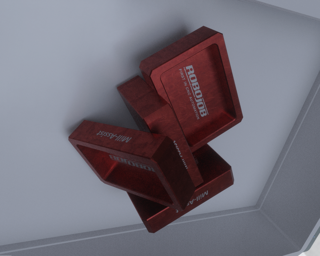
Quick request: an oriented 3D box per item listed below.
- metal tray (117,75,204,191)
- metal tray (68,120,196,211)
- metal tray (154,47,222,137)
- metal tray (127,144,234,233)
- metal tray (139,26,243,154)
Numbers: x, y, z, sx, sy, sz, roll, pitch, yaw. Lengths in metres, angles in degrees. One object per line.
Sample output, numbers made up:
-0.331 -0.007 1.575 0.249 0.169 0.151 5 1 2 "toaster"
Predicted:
0.002 0.010 0.372 0.030 0.090 0.130 -32 129 -8 "metal tray"
-0.033 0.040 0.349 0.030 0.130 0.090 -54 136 -30 "metal tray"
0.050 -0.041 0.409 0.090 0.030 0.129 -29 128 -8 "metal tray"
0.021 0.071 0.422 0.131 0.090 0.030 -29 129 -11 "metal tray"
0.042 -0.040 0.364 0.090 0.030 0.130 -32 128 -8 "metal tray"
